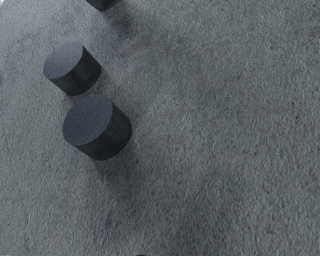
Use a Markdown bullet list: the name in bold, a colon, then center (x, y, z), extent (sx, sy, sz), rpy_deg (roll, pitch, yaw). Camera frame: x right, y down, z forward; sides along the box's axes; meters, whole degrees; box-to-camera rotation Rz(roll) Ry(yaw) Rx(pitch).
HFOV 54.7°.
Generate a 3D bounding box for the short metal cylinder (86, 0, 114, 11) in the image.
- **short metal cylinder**: center (-0.123, -0.276, 0.603), extent (0.080, 0.080, 0.050), rpy_deg (34, 81, 38)

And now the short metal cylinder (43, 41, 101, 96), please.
- **short metal cylinder**: center (-0.150, -0.102, 0.529), extent (0.080, 0.050, 0.080), rpy_deg (-13, 56, 21)

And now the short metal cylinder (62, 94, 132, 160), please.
- **short metal cylinder**: center (-0.088, -0.001, 0.435), extent (0.080, 0.050, 0.080), rpy_deg (-13, 56, 21)
